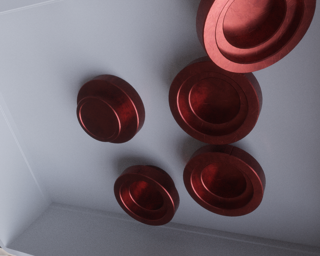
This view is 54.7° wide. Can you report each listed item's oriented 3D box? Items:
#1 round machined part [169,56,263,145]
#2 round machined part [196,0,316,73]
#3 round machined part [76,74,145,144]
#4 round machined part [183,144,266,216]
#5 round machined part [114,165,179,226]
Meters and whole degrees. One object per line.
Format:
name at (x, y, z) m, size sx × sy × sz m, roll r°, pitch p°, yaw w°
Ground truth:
round machined part at (0.063, -0.033, 0.343) m, size 0.098 × 0.042 × 0.097 m, roll 13°, pitch 124°, yaw 20°
round machined part at (0.079, -0.101, 0.273) m, size 0.099 × 0.042 × 0.097 m, roll -8°, pitch 135°, yaw -8°
round machined part at (-0.074, -0.020, 0.422) m, size 0.098 × 0.042 × 0.097 m, roll 13°, pitch 124°, yaw 20°
round machined part at (0.083, 0.060, 0.391) m, size 0.098 × 0.042 × 0.097 m, roll 13°, pitch 124°, yaw 20°
round machined part at (-0.016, 0.095, 0.463) m, size 0.098 × 0.042 × 0.097 m, roll 13°, pitch 124°, yaw 20°
